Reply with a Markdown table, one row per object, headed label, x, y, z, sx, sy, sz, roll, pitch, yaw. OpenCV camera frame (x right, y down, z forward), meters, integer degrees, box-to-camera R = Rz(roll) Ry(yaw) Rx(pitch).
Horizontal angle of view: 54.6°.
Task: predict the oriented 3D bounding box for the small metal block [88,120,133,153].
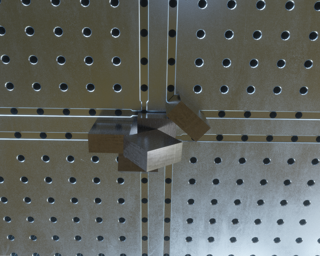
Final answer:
| label | x | y | z | sx | sy | sz | roll | pitch | yaw |
| --- | --- | --- | --- | --- | --- | --- | --- | --- | --- |
| small metal block | -0.062 | 0.011 | 0.403 | 0.050 | 0.050 | 0.025 | 2 | 111 | 0 |

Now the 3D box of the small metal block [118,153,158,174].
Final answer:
| label | x | y | z | sx | sy | sz | roll | pitch | yaw |
| --- | --- | --- | --- | --- | --- | --- | --- | --- | --- |
| small metal block | -0.028 | 0.047 | 0.415 | 0.050 | 0.050 | 0.025 | 1 | 79 | 0 |

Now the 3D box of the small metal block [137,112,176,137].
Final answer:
| label | x | y | z | sx | sy | sz | roll | pitch | yaw |
| --- | --- | --- | --- | --- | --- | --- | --- | --- | --- |
| small metal block | -0.005 | 0.007 | 0.416 | 0.050 | 0.025 | 0.050 | 1 | 110 | -2 |

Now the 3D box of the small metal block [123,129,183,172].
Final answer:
| label | x | y | z | sx | sy | sz | roll | pitch | yaw |
| --- | --- | --- | --- | --- | --- | --- | --- | --- | --- |
| small metal block | -0.009 | 0.025 | 0.372 | 0.050 | 0.050 | 0.025 | -13 | 115 | -35 |

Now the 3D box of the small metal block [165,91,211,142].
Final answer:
| label | x | y | z | sx | sy | sz | roll | pitch | yaw |
| --- | --- | --- | --- | --- | --- | --- | --- | --- | --- |
| small metal block | 0.034 | -0.016 | 0.394 | 0.050 | 0.050 | 0.025 | 41 | 104 | -14 |
